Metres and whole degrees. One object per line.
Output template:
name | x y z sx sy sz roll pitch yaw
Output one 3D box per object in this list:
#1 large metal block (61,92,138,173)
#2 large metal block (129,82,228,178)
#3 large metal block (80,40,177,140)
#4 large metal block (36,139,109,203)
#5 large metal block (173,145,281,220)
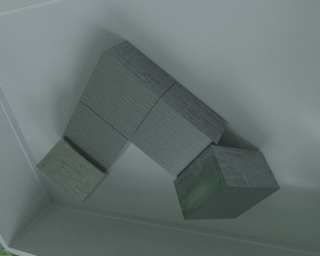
large metal block | -0.079 0.002 0.434 0.080 0.050 0.080 39 129 1
large metal block | 0.022 0.005 0.381 0.080 0.050 0.080 39 129 1
large metal block | -0.040 -0.046 0.383 0.080 0.050 0.080 39 129 1
large metal block | -0.127 0.064 0.469 0.080 0.050 0.080 39 172 1
large metal block | 0.076 0.067 0.364 0.081 0.050 0.080 9 138 -31
